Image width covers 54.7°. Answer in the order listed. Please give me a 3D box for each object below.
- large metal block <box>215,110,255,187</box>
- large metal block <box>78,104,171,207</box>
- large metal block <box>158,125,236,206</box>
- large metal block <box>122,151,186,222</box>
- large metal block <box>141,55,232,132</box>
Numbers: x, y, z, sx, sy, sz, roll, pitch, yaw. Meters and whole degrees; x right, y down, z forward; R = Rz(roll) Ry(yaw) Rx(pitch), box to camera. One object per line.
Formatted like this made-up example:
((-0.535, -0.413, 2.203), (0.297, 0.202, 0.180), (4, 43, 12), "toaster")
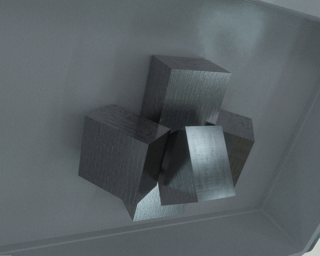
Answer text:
((0.090, 0.028, 0.429), (0.050, 0.080, 0.079), (18, 115, 6), "large metal block")
((-0.042, 0.029, 0.356), (0.050, 0.080, 0.079), (-33, 142, -56), "large metal block")
((0.036, 0.046, 0.368), (0.050, 0.080, 0.080), (-1, 75, -29), "large metal block")
((-0.002, 0.079, 0.439), (0.081, 0.050, 0.079), (1, 118, -29), "large metal block")
((0.029, -0.040, 0.379), (0.081, 0.050, 0.079), (-2, 119, -28), "large metal block")
